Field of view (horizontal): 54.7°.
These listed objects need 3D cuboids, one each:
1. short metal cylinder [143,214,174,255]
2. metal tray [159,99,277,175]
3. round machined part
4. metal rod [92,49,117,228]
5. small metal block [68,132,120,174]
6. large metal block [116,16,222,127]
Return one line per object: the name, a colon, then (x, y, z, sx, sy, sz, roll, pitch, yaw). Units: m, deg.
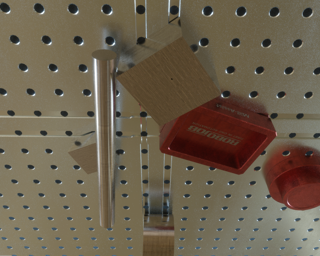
short metal cylinder: (-0.003, 0.190, 0.538, 0.050, 0.080, 0.079, 2, 130, -2)
metal tray: (0.075, 0.010, 0.417, 0.131, 0.030, 0.089, 17, 128, -15)
round machined part: (0.220, 0.091, 0.480, 0.099, 0.042, 0.097, 0, 130, 0)
metal rod: (-0.072, 0.039, 0.411, 0.025, 0.025, 0.298, 4, 130, -4)
small metal block: (-0.093, 0.035, 0.440, 0.050, 0.025, 0.050, -19, 128, 15)
large metal block: (0.010, -0.060, 0.344, 0.080, 0.050, 0.080, -28, 125, 21)
